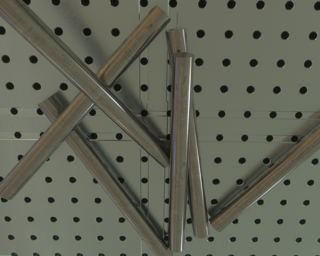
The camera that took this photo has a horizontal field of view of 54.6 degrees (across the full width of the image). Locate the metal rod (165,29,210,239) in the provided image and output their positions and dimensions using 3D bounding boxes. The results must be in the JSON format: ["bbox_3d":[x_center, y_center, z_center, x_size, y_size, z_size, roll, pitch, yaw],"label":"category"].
[{"bbox_3d":[0.041,0.021,0.421,0.025,0.025,0.298,-8,110,3],"label":"metal rod"}]

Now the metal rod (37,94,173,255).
[{"bbox_3d":[-0.068,0.083,0.443,0.025,0.025,0.299,-30,108,10],"label":"metal rod"}]

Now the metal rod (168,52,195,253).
[{"bbox_3d":[0.025,0.051,0.412,0.025,0.025,0.298,0,118,0],"label":"metal rod"}]

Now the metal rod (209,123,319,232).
[{"bbox_3d":[0.184,0.043,0.430,0.025,0.025,0.299,41,105,-14],"label":"metal rod"}]

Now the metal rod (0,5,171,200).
[{"bbox_3d":[-0.098,-0.026,0.381,0.025,0.025,0.300,41,97,-14],"label":"metal rod"}]

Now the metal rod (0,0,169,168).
[{"bbox_3d":[-0.076,-0.046,0.348,0.025,0.025,0.300,-35,125,12],"label":"metal rod"}]
